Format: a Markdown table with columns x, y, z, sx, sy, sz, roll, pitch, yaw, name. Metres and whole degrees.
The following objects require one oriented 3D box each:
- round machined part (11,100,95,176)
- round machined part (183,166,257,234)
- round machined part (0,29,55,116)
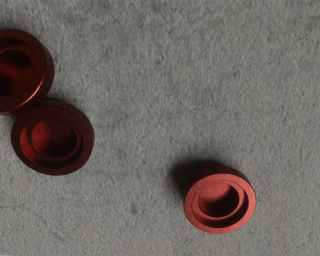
| x | y | z | sx | sy | sz | roll | pitch | yaw | name |
| --- | --- | --- | --- | --- | --- | --- | --- | --- | --- |
| -0.134 | 0.009 | 0.400 | 0.099 | 0.042 | 0.097 | -1 | 114 | -2 | round machined part |
| 0.081 | 0.096 | 0.437 | 0.099 | 0.042 | 0.097 | 0 | 110 | -1 | round machined part |
| -0.169 | -0.061 | 0.361 | 0.099 | 0.042 | 0.098 | -1 | 78 | 7 | round machined part |
